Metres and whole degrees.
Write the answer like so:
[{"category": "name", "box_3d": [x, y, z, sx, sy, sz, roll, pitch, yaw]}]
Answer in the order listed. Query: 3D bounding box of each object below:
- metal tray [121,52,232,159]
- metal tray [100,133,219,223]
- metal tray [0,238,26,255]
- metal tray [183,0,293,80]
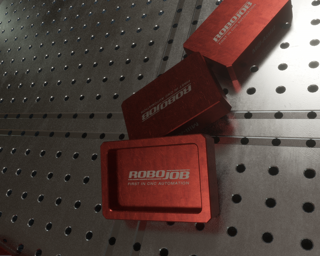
[{"category": "metal tray", "box_3d": [0.015, -0.028, 0.399, 0.130, 0.030, 0.090, -32, 51, 19]}, {"category": "metal tray", "box_3d": [-0.004, 0.056, 0.349, 0.130, 0.030, 0.089, -6, 83, 24]}, {"category": "metal tray", "box_3d": [-0.222, 0.197, 0.398, 0.130, 0.030, 0.090, 12, 68, 32]}, {"category": "metal tray", "box_3d": [0.107, -0.137, 0.432, 0.130, 0.030, 0.090, -48, 52, -6]}]
